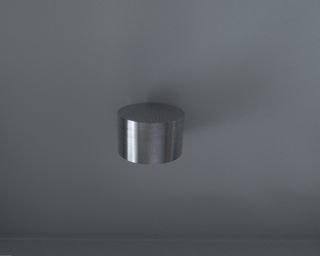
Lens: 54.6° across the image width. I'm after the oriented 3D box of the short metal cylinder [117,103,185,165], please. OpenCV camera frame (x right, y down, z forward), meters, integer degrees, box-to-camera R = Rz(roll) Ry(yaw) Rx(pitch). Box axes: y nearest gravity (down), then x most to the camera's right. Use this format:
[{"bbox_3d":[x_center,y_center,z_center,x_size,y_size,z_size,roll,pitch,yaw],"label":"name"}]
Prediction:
[{"bbox_3d":[-0.011,0.004,0.380,0.080,0.080,0.050,2,110,-1],"label":"short metal cylinder"}]
